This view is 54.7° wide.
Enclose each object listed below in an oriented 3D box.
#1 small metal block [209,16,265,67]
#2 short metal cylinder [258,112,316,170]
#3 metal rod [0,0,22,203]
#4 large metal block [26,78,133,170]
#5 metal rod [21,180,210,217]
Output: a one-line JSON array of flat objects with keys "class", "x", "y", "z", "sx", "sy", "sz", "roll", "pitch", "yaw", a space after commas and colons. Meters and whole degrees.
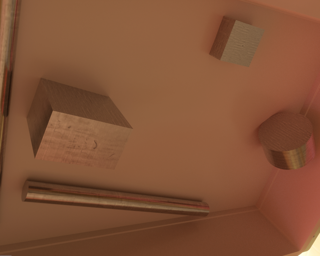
[{"class": "small metal block", "x": 0.098, "y": -0.110, "z": 0.396, "sx": 0.050, "sy": 0.025, "sz": 0.050, "roll": 5, "pitch": 116, "yaw": -31}, {"class": "short metal cylinder", "x": 0.206, "y": 0.020, "z": 0.501, "sx": 0.080, "sy": 0.080, "sz": 0.050, "roll": -37, "pitch": 130, "yaw": -4}, {"class": "metal rod", "x": -0.168, "y": -0.004, "z": 0.314, "sx": 0.025, "sy": 0.025, "sz": 0.298, "roll": 4, "pitch": 117, "yaw": -31}, {"class": "large metal block", "x": -0.086, "y": -0.005, "z": 0.324, "sx": 0.081, "sy": 0.080, "sz": 0.050, "roll": 14, "pitch": 111, "yaw": -34}, {"class": "metal rod", "x": -0.041, "y": 0.109, "z": 0.454, "sx": 0.302, "sy": 0.025, "sz": 0.025, "roll": 16, "pitch": 110, "yaw": -35}]
